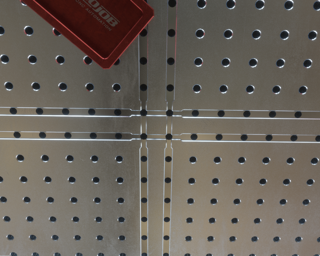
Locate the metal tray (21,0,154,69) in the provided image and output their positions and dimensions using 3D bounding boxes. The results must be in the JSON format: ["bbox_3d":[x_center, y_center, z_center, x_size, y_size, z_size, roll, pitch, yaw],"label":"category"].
[{"bbox_3d":[-0.082,-0.143,0.356,0.130,0.030,0.090,40,105,-14],"label":"metal tray"}]
